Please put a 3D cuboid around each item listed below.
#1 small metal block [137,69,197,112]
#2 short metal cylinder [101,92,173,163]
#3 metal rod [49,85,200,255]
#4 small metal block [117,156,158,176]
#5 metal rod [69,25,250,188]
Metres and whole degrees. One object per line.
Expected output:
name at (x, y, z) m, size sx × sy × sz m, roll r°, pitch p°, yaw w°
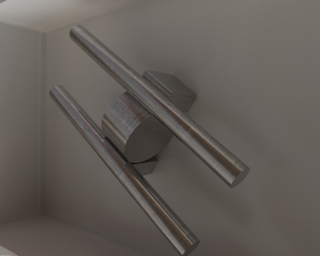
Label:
small metal block at (0.009, -0.045, 0.379) m, size 0.050 × 0.050 × 0.025 m, roll 44°, pitch 117°, yaw 30°
short metal cylinder at (-0.025, -0.003, 0.388) m, size 0.050 × 0.081 × 0.080 m, roll 44°, pitch 116°, yaw 31°
metal rod at (-0.062, 0.034, 0.390) m, size 0.300 × 0.025 × 0.025 m, roll 43°, pitch 116°, yaw 31°
small metal block at (-0.040, 0.040, 0.419) m, size 0.050 × 0.050 × 0.025 m, roll 44°, pitch 117°, yaw 30°
metal rod at (-0.021, -0.043, 0.356) m, size 0.300 × 0.025 × 0.025 m, roll 43°, pitch 116°, yaw 31°
